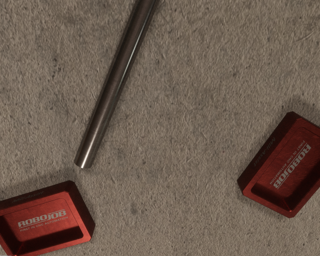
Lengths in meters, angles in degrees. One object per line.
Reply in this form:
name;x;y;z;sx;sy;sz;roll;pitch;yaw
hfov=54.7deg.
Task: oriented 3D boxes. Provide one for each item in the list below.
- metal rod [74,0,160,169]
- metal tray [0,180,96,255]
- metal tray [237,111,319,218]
metal rod;-0.046;-0.080;0.379;0.025;0.025;0.298;22;108;-9
metal tray;-0.174;0.138;0.455;0.131;0.030;0.090;-17;110;6
metal tray;0.181;0.053;0.429;0.090;0.030;0.129;28;107;-10
